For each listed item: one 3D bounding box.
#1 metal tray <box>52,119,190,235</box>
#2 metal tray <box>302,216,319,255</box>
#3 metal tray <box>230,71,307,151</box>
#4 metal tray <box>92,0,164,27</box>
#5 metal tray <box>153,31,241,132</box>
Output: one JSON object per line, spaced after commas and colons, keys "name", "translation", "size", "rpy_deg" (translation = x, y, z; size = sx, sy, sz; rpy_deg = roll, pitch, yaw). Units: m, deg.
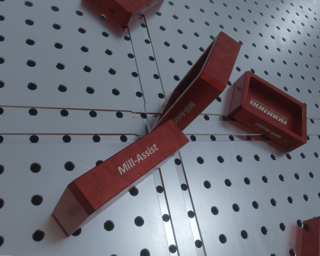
{"name": "metal tray", "translation": [-0.038, 0.048, 0.316], "size": [0.131, 0.090, 0.030], "rpy_deg": [-33, 80, -38]}
{"name": "metal tray", "translation": [0.258, 0.191, 0.426], "size": [0.130, 0.030, 0.090], "rpy_deg": [32, 52, -8]}
{"name": "metal tray", "translation": [0.185, -0.029, 0.521], "size": [0.130, 0.030, 0.090], "rpy_deg": [28, 52, -11]}
{"name": "metal tray", "translation": [-0.051, -0.233, 0.519], "size": [0.090, 0.030, 0.131], "rpy_deg": [41, 51, -1]}
{"name": "metal tray", "translation": [0.044, -0.049, 0.393], "size": [0.030, 0.129, 0.090], "rpy_deg": [33, 52, -7]}
